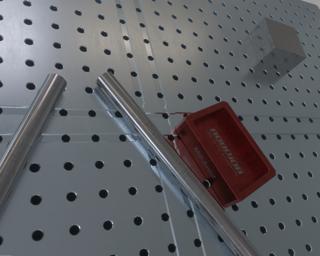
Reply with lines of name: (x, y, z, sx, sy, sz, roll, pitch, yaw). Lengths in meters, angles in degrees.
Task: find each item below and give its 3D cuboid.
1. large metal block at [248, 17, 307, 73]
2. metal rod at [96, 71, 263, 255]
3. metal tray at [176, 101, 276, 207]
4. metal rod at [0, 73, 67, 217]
large metal block: (0.232, -0.164, 0.617, 0.081, 0.050, 0.080, 9, 58, -24)
metal rod: (0.020, 0.049, 0.389, 0.025, 0.025, 0.300, -34, 81, -38)
metal tray: (0.093, 0.032, 0.435, 0.091, 0.030, 0.130, -23, 74, -36)
metal rod: (-0.153, 0.062, 0.287, 0.025, 0.025, 0.300, 24, 53, -14)
